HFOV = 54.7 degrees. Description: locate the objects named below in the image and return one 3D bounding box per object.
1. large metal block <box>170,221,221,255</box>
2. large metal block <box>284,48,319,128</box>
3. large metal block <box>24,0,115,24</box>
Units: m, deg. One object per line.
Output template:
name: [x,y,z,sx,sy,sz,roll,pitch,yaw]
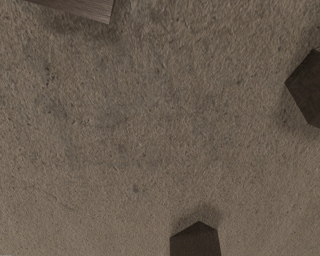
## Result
large metal block: [0.065,0.232,0.570,0.050,0.080,0.080,34,122,-26]
large metal block: [0.199,-0.034,0.345,0.081,0.080,0.050,19,127,-16]
large metal block: [-0.073,-0.147,0.265,0.081,0.050,0.079,13,129,-11]
